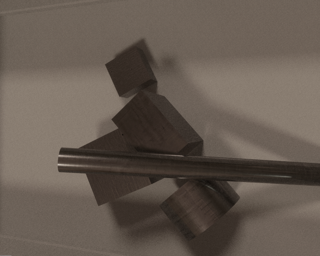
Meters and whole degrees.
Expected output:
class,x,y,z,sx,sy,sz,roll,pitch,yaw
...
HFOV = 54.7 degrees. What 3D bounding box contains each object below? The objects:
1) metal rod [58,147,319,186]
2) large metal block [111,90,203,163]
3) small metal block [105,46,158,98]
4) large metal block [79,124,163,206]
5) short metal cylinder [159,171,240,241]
class,x,y,z,sx,sy,sz,roll,pitch,yaw
metal rod,0.050,0.042,0.327,0.302,0.025,0.025,4,92,-6
large metal block,0.000,0.003,0.380,0.050,0.080,0.080,-44,77,14
small metal block,-0.039,-0.075,0.423,0.050,0.025,0.050,-27,81,17
large metal block,-0.052,0.048,0.414,0.080,0.050,0.080,-26,82,18
short metal cylinder,0.046,0.086,0.365,0.080,0.080,0.050,-43,77,15
